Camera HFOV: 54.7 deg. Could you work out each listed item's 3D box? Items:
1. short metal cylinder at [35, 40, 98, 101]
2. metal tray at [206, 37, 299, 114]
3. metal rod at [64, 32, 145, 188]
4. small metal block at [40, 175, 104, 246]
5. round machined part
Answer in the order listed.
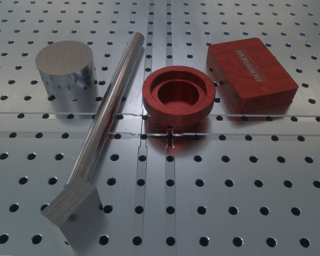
[{"bbox_3d":[-0.137,-0.086,0.463,0.081,0.050,0.080,0,50,0],"label":"short metal cylinder"},{"bbox_3d":[0.137,-0.085,0.477,0.091,0.030,0.130,-12,51,-10],"label":"metal tray"},{"bbox_3d":[-0.067,-0.043,0.443,0.025,0.025,0.300,9,50,7],"label":"metal rod"},{"bbox_3d":[-0.088,0.086,0.319,0.025,0.050,0.050,28,55,21],"label":"small metal block"},{"bbox_3d":[0.025,-0.039,0.430,0.099,0.042,0.098,0,50,0],"label":"round machined part"}]
